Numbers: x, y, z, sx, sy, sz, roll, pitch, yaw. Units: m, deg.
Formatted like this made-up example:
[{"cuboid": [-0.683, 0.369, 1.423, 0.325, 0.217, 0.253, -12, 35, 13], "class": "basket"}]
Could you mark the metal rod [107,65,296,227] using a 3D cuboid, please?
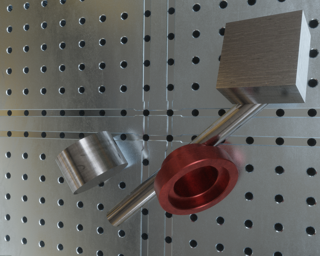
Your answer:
[{"cuboid": [0.043, 0.031, 0.397, 0.299, 0.025, 0.025, -42, 77, 15], "class": "metal rod"}]

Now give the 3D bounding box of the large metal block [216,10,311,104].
[{"cuboid": [0.114, -0.073, 0.339, 0.080, 0.050, 0.080, 2, 75, 35], "class": "large metal block"}]

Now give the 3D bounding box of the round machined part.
[{"cuboid": [0.039, 0.057, 0.370, 0.098, 0.098, 0.042, -42, 42, 15], "class": "round machined part"}]

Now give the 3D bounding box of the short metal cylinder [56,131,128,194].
[{"cuboid": [-0.090, 0.047, 0.415, 0.080, 0.080, 0.050, -34, 79, 17], "class": "short metal cylinder"}]
